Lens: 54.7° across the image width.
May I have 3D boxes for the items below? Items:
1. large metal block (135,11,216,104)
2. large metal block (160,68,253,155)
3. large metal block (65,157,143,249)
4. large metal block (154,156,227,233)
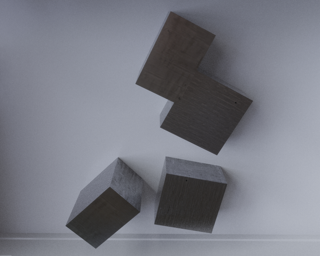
[{"bbox_3d":[0.015,-0.083,0.352,0.050,0.080,0.080,25,108,-9],"label":"large metal block"},{"bbox_3d":[0.054,-0.025,0.390,0.080,0.050,0.080,26,108,-10],"label":"large metal block"},{"bbox_3d":[-0.071,0.098,0.417,0.080,0.080,0.050,-42,105,13],"label":"large metal block"},{"bbox_3d":[0.039,0.093,0.433,0.081,0.050,0.079,11,110,-5],"label":"large metal block"}]
